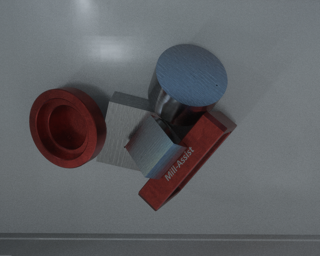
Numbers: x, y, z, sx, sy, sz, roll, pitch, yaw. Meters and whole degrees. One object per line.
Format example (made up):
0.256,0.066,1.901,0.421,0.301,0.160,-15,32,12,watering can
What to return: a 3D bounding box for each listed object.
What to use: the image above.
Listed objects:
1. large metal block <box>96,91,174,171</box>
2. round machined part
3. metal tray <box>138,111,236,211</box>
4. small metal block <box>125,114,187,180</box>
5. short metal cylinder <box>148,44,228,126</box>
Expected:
-0.030,0.006,0.398,0.081,0.050,0.079,14,109,-6,large metal block
-0.109,-0.003,0.386,0.098,0.042,0.097,6,106,21,round machined part
0.037,0.038,0.388,0.030,0.090,0.129,42,106,14,metal tray
-0.006,0.022,0.349,0.025,0.050,0.050,20,114,-49,small metal block
0.030,-0.048,0.356,0.080,0.080,0.050,15,153,-6,short metal cylinder
